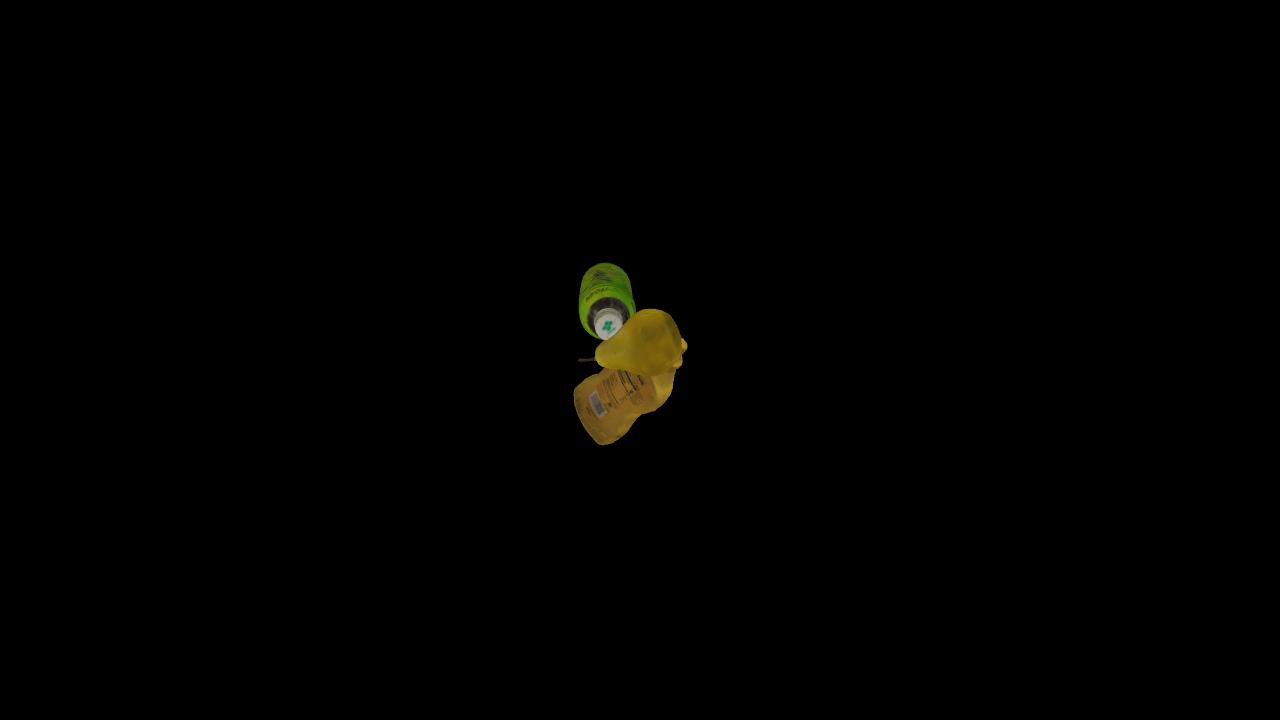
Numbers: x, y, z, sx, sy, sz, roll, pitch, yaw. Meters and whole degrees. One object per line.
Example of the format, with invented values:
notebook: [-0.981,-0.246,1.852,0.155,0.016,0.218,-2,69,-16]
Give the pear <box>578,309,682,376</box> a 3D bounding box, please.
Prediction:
pear: [-0.011,-0.012,0.683,0.111,0.080,0.080,-17,-6,21]

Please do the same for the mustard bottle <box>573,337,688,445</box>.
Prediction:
mustard bottle: [-0.007,0.028,0.768,0.054,0.092,0.184,2,-34,-46]

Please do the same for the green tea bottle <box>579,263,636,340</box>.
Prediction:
green tea bottle: [-0.041,-0.069,0.767,0.073,0.073,0.212,0,21,-4]
